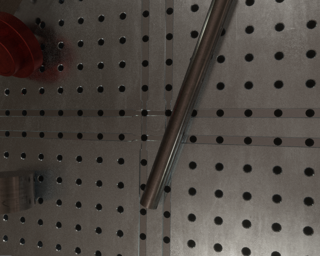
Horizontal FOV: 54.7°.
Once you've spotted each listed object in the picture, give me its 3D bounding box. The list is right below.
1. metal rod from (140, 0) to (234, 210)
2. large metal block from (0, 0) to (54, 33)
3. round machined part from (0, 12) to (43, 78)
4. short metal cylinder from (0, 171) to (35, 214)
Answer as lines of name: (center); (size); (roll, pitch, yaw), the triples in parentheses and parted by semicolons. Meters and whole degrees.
metal rod: (0.034, -0.036, 0.399); (0.025, 0.025, 0.298); (22, 97, 18)
large metal block: (-0.217, -0.206, 0.474); (0.080, 0.050, 0.080); (41, 102, 15)
round machined part: (-0.227, -0.115, 0.454); (0.098, 0.042, 0.097); (16, 136, 17)
short metal cylinder: (-0.230, 0.094, 0.462); (0.080, 0.080, 0.050); (-2, 90, 19)
